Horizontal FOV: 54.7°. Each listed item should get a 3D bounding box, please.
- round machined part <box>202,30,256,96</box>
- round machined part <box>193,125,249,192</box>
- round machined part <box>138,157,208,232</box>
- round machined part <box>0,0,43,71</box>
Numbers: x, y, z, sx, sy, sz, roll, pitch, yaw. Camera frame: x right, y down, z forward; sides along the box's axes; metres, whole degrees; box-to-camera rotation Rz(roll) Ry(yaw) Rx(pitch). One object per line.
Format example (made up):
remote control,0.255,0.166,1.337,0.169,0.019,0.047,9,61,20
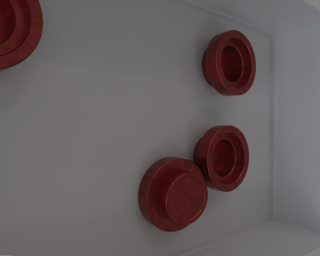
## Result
round machined part,0.103,-0.098,0.481,0.099,0.042,0.097,0,90,-40
round machined part,0.089,0.045,0.470,0.099,0.042,0.097,0,90,-40
round machined part,0.024,0.089,0.409,0.099,0.042,0.097,-3,95,-34
round machined part,-0.157,-0.095,0.264,0.099,0.042,0.097,0,90,-40
